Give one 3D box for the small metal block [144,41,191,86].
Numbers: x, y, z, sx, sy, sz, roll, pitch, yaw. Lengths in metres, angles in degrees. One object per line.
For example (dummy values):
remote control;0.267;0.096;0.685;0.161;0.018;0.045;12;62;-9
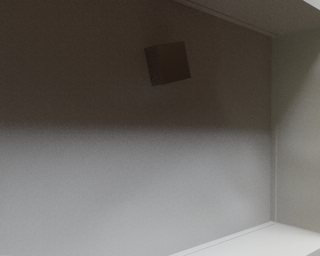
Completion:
small metal block;0.011;-0.086;0.414;0.050;0.025;0.050;-19;102;-38
